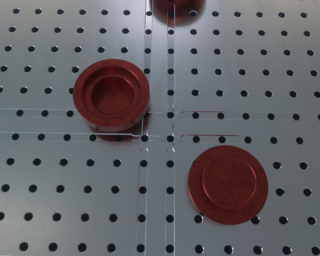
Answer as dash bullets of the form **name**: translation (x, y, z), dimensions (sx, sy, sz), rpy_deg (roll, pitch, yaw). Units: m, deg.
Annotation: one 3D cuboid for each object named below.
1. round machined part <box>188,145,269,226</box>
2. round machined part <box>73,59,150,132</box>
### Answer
- **round machined part**: translation (0.083, 0.067, 0.379), dimensions (0.099, 0.042, 0.098), rpy_deg (0, 70, 0)
- **round machined part**: translation (-0.062, -0.040, 0.417), dimensions (0.099, 0.042, 0.098), rpy_deg (0, 70, 0)
